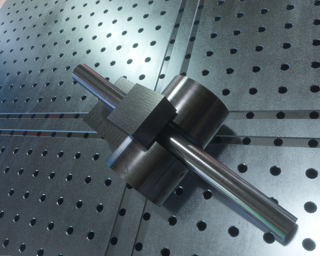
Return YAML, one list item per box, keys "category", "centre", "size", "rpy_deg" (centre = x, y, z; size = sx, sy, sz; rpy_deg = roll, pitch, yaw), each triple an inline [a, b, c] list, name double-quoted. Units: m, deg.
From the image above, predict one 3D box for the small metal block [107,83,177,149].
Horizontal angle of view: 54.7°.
- category: "small metal block"
  centre: [-0.020, -0.014, 0.321]
  size: [0.050, 0.025, 0.050]
  rpy_deg: [-51, 43, -8]

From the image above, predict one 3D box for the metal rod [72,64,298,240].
- category: "metal rod"
  centre: [0.008, 0.011, 0.342]
  size: [0.300, 0.025, 0.025]
  rpy_deg: [37, 82, 23]

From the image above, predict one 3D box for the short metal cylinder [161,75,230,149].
- category: "short metal cylinder"
  centre: [0.033, -0.016, 0.362]
  size: [0.080, 0.080, 0.050]
  rpy_deg: [31, 79, 38]

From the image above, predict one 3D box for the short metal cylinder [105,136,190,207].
- category: "short metal cylinder"
  centre: [-0.014, 0.044, 0.349]
  size: [0.080, 0.080, 0.050]
  rpy_deg: [34, 81, 38]

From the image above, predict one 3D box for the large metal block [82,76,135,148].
- category: "large metal block"
  centre: [-0.042, -0.012, 0.414]
  size: [0.080, 0.050, 0.080]
  rpy_deg: [33, 80, 38]
